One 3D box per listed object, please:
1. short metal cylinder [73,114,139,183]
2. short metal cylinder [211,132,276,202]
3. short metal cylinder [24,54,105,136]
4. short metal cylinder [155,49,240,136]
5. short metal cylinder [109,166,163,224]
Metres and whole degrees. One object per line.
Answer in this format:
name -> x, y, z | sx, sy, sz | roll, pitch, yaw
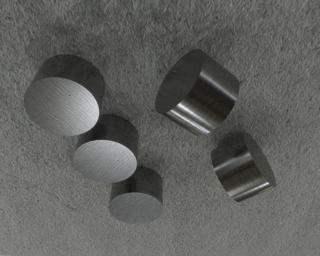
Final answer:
short metal cylinder -> -0.070, 0.028, 0.414 | 0.081, 0.050, 0.079 | 0, 130, 0
short metal cylinder -> 0.112, 0.053, 0.417 | 0.050, 0.080, 0.080 | -32, 123, 24
short metal cylinder -> -0.107, -0.037, 0.358 | 0.081, 0.050, 0.079 | 0, 130, 0
short metal cylinder -> 0.039, -0.038, 0.339 | 0.050, 0.080, 0.080 | 31, 123, -24
short metal cylinder -> -0.036, 0.105, 0.479 | 0.081, 0.050, 0.079 | 0, 130, 0
